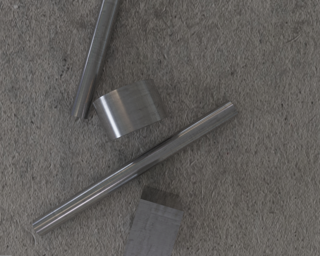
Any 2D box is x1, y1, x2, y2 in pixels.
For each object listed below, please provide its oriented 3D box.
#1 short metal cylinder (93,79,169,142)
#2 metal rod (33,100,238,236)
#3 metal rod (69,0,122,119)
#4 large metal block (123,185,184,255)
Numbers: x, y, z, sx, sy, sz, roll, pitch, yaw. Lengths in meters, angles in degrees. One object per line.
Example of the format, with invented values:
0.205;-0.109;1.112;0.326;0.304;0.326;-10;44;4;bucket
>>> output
-0.035;-0.021;0.382;0.080;0.080;0.050;-23;90;0;short metal cylinder
-0.032;0.052;0.409;0.301;0.025;0.025;-32;90;0;metal rod
-0.067;-0.158;0.409;0.025;0.025;0.298;15;90;0;metal rod
-0.009;0.123;0.382;0.050;0.080;0.080;17;90;0;large metal block
